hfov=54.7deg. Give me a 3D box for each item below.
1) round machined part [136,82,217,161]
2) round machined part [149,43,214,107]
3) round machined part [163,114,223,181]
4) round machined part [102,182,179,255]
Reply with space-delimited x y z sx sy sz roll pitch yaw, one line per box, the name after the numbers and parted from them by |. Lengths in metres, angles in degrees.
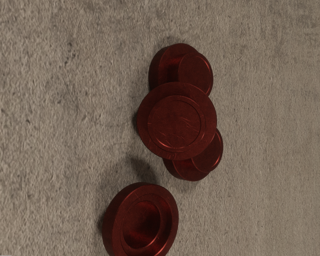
0.020 -0.007 0.377 0.099 0.042 0.097 0 99 3 | round machined part
0.036 -0.068 0.426 0.099 0.042 0.097 0 90 -40 | round machined part
0.052 0.027 0.440 0.099 0.042 0.097 0 90 -40 | round machined part
-0.027 0.114 0.373 0.099 0.042 0.097 0 90 -40 | round machined part
